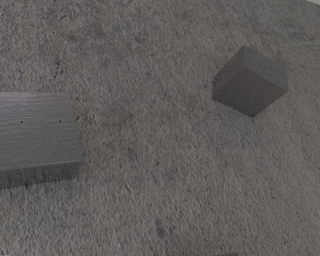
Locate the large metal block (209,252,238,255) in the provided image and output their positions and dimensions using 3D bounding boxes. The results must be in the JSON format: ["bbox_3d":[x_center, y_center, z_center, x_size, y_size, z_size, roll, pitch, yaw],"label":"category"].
[{"bbox_3d":[0.039,0.172,0.304,0.081,0.050,0.080,5,60,-26],"label":"large metal block"}]

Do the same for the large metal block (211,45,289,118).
[{"bbox_3d":[0.139,-0.070,0.486,0.080,0.080,0.050,23,53,-14],"label":"large metal block"}]

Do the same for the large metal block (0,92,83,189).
[{"bbox_3d":[-0.130,0.011,0.311,0.081,0.050,0.080,-4,64,-30],"label":"large metal block"}]
